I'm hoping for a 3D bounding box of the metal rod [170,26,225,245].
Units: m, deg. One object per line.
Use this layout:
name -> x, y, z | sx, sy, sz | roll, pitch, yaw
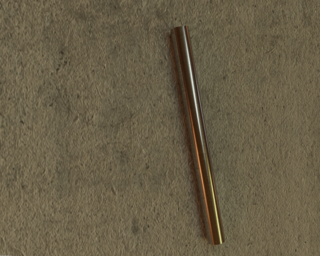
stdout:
metal rod -> 0.053, 0.013, 0.428 | 0.025, 0.025, 0.298 | -12, 94, -20
